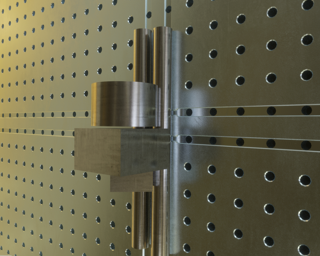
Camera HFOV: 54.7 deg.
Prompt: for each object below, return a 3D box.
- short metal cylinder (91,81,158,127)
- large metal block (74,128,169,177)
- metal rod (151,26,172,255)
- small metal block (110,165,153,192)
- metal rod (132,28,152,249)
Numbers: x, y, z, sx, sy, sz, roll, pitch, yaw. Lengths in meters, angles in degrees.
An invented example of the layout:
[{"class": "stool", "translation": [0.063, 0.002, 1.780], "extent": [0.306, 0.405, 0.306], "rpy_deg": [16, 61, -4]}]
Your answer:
[{"class": "short metal cylinder", "translation": [-0.043, -0.027, 0.379], "extent": [0.080, 0.081, 0.050], "rpy_deg": [1, 91, 39]}, {"class": "large metal block", "translation": [-0.046, 0.025, 0.377], "extent": [0.080, 0.081, 0.050], "rpy_deg": [1, 91, 39]}, {"class": "metal rod", "translation": [0.002, 0.020, 0.407], "extent": [0.025, 0.025, 0.298], "rpy_deg": [1, 91, 39]}, {"class": "small metal block", "translation": [-0.036, 0.063, 0.391], "extent": [0.050, 0.050, 0.025], "rpy_deg": [1, 91, -5]}, {"class": "metal rod", "translation": [-0.025, 0.015, 0.430], "extent": [0.025, 0.025, 0.298], "rpy_deg": [1, 91, 39]}]
